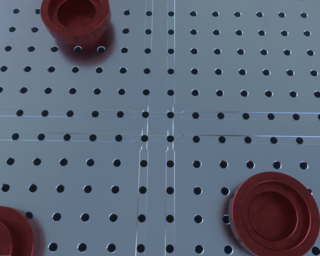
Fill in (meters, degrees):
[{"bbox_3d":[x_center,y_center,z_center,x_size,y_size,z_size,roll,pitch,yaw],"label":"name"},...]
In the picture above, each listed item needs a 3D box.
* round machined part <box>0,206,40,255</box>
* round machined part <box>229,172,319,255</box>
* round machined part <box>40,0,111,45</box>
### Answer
[{"bbox_3d":[-0.194,0.138,0.351,0.099,0.042,0.098,0,70,0],"label":"round machined part"},{"bbox_3d":[0.130,0.104,0.366,0.099,0.042,0.098,0,70,0],"label":"round machined part"},{"bbox_3d":[-0.122,-0.165,0.463,0.099,0.042,0.098,0,70,0],"label":"round machined part"}]
